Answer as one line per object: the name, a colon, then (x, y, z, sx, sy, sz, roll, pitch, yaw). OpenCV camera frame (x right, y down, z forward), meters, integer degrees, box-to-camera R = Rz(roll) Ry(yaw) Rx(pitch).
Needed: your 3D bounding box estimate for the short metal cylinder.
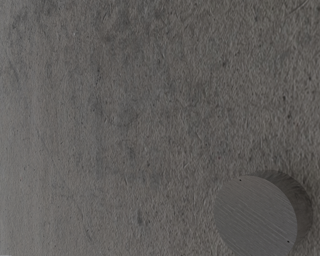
short metal cylinder: (0.101, 0.084, 0.305, 0.080, 0.050, 0.080, 0, 90, 40)
